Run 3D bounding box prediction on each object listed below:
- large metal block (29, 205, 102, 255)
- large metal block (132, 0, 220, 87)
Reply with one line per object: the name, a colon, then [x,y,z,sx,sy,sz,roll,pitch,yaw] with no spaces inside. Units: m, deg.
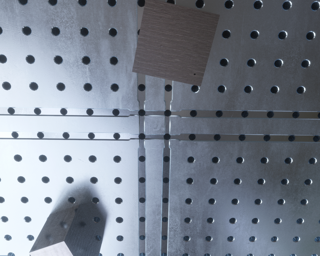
large metal block: [-0.131,0.173,0.446,0.050,0.080,0.080,-20,109,7]
large metal block: [0.016,-0.101,0.363,0.081,0.050,0.079,11,110,-5]
